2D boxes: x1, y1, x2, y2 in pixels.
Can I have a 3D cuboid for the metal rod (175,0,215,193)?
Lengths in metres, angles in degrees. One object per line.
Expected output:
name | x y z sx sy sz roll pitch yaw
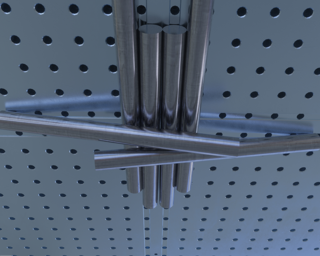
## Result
metal rod | 0.039 -0.021 0.392 0.025 0.025 0.298 1 130 -1

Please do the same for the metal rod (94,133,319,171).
metal rod | 0.068 0.030 0.411 0.302 0.025 0.025 -4 131 -8

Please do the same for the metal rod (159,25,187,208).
metal rod | 0.013 0.010 0.422 0.025 0.025 0.298 1 130 -1

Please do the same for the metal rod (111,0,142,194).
metal rod | -0.037 -0.020 0.393 0.025 0.025 0.298 1 130 -1

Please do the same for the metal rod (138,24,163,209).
metal rod | -0.013 0.011 0.419 0.025 0.025 0.298 1 130 -1

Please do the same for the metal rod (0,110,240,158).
metal rod | -0.056 0.007 0.386 0.301 0.025 0.025 7 131 6
